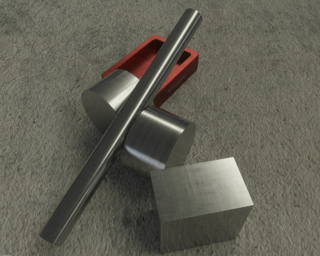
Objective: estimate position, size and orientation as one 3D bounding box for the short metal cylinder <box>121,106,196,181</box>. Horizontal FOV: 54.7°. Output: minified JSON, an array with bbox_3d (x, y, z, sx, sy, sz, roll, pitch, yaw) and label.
[{"bbox_3d":[0.000,0.021,0.350,0.050,0.080,0.080,24,54,19],"label":"short metal cylinder"}]

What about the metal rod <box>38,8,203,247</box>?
[{"bbox_3d":[-0.031,-0.016,0.339,0.025,0.025,0.300,24,71,19],"label":"metal rod"}]

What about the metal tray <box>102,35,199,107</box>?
[{"bbox_3d":[-0.012,-0.086,0.471,0.090,0.030,0.131,29,56,22],"label":"metal tray"}]

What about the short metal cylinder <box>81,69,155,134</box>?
[{"bbox_3d":[-0.052,-0.026,0.390,0.080,0.080,0.050,34,58,25],"label":"short metal cylinder"}]

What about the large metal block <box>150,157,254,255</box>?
[{"bbox_3d":[0.035,0.078,0.303,0.081,0.080,0.050,-9,51,-7],"label":"large metal block"}]
